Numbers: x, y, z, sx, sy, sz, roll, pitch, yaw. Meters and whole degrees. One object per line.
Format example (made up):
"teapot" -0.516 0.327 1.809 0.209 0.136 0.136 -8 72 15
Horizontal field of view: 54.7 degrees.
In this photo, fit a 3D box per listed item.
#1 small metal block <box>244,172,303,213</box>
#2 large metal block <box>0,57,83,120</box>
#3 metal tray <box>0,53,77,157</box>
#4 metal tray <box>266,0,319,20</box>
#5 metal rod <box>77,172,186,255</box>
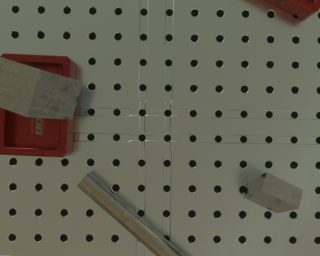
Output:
"small metal block" 0.145 0.085 0.400 0.050 0.050 0.025 26 65 -1
"large metal block" -0.151 -0.046 0.359 0.080 0.080 0.050 18 95 16
"metal tray" -0.162 -0.029 0.408 0.091 0.030 0.129 3 90 -1
"metal tray" 0.165 -0.217 0.412 0.130 0.030 0.090 28 90 -1
"metal rod" 0.011 0.167 0.413 0.300 0.025 0.025 41 90 -1
